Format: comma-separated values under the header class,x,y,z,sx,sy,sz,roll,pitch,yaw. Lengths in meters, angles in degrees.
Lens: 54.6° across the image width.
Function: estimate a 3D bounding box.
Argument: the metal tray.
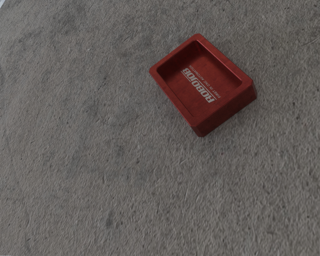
class,x,y,z,sx,sy,sz,roll,pitch,yaw
metal tray,0.052,-0.061,0.411,0.090,0.030,0.130,-37,51,3
